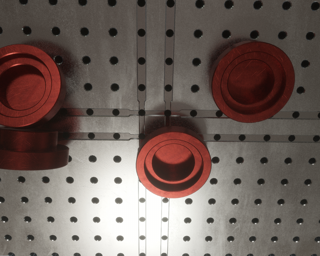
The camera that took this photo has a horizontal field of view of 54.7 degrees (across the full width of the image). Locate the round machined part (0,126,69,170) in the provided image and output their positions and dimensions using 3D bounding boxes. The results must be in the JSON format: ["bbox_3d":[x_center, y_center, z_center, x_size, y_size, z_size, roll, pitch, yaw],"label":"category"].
[{"bbox_3d":[-0.163,0.022,0.383,0.099,0.098,0.042,5,93,-3],"label":"round machined part"}]

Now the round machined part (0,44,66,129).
[{"bbox_3d":[-0.162,-0.046,0.371,0.099,0.042,0.097,0,81,-2],"label":"round machined part"}]

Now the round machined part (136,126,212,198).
[{"bbox_3d":[0.018,0.042,0.420,0.099,0.042,0.097,0,110,-1],"label":"round machined part"}]

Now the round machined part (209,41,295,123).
[{"bbox_3d":[0.110,-0.059,0.384,0.099,0.042,0.097,0,110,-1],"label":"round machined part"}]
